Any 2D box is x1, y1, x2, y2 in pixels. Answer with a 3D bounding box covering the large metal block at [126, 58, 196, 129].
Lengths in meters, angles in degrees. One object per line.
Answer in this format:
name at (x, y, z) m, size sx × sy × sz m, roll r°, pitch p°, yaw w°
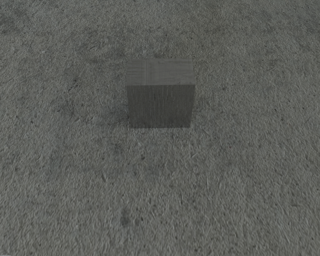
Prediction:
large metal block at (0.000, -0.044, 0.406) m, size 0.081 × 0.080 × 0.050 m, roll -1°, pitch 50°, yaw -1°
